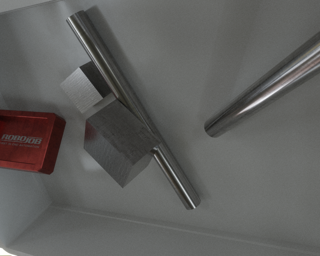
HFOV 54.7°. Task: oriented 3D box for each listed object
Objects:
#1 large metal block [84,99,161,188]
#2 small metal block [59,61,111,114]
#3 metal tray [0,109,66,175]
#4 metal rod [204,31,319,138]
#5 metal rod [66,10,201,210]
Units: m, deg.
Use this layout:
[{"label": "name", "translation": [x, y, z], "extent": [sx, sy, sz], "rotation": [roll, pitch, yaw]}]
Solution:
[{"label": "large metal block", "translation": [-0.053, 0.023, 0.410], "extent": [0.080, 0.050, 0.080], "rotation": [43, 148, 11]}, {"label": "small metal block", "translation": [-0.102, -0.055, 0.426], "extent": [0.050, 0.025, 0.050], "rotation": [-29, 103, 37]}, {"label": "metal tray", "translation": [-0.220, 0.020, 0.484], "extent": [0.130, 0.090, 0.030], "rotation": [4, 163, 18]}, {"label": "metal rod", "translation": [0.109, -0.048, 0.242], "extent": [0.025, 0.025, 0.299], "rotation": [41, 154, -1]}, {"label": "metal rod", "translation": [-0.027, -0.013, 0.413], "extent": [0.025, 0.025, 0.299], "rotation": [-21, 108, 35]}]
